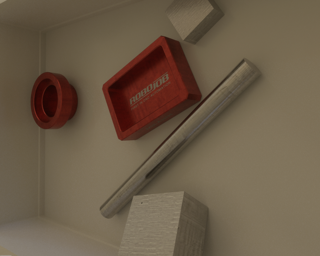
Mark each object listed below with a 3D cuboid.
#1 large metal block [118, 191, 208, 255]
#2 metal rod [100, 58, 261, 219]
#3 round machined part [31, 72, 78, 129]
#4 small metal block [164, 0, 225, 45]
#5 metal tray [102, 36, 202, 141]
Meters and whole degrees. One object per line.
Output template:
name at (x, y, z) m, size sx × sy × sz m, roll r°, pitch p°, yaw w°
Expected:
large metal block at (0.004, 0.124, 0.363) m, size 0.080 × 0.050 × 0.080 m, roll -15°, pitch 48°, yaw 38°
metal rod at (0.008, 0.031, 0.397) m, size 0.299 × 0.025 × 0.025 m, roll -47°, pitch 62°, yaw 29°
round machined part at (-0.182, -0.047, 0.542) m, size 0.098 × 0.042 × 0.097 m, roll 0°, pitch 90°, yaw 39°
small metal block at (0.040, -0.138, 0.372) m, size 0.050 × 0.025 × 0.050 m, roll -41°, pitch 65°, yaw 32°
metal tray at (-0.017, -0.048, 0.415) m, size 0.130 × 0.030 × 0.090 m, roll -31°, pitch 71°, yaw 35°
